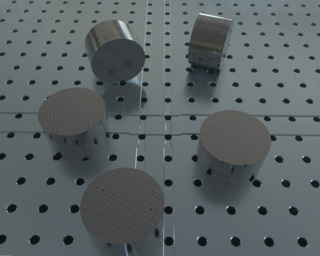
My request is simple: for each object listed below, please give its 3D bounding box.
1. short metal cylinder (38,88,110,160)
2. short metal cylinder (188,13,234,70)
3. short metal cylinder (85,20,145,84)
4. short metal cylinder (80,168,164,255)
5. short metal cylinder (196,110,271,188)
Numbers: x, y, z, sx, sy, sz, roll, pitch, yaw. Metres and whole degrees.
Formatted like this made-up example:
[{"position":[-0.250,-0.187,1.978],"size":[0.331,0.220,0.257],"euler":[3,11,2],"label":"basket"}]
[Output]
[{"position":[-0.107,-0.006,0.395],"size":[0.081,0.050,0.080],"euler":[0,50,0],"label":"short metal cylinder"},{"position":[0.080,-0.135,0.487],"size":[0.050,0.080,0.080],"euler":[16,52,13],"label":"short metal cylinder"},{"position":[-0.068,-0.113,0.466],"size":[0.081,0.080,0.050],"euler":[-15,52,-13],"label":"short metal cylinder"},{"position":[-0.036,0.088,0.317],"size":[0.081,0.050,0.080],"euler":[0,50,0],"label":"short metal cylinder"},{"position":[0.086,0.024,0.372],"size":[0.081,0.050,0.080],"euler":[0,50,0],"label":"short metal cylinder"}]
